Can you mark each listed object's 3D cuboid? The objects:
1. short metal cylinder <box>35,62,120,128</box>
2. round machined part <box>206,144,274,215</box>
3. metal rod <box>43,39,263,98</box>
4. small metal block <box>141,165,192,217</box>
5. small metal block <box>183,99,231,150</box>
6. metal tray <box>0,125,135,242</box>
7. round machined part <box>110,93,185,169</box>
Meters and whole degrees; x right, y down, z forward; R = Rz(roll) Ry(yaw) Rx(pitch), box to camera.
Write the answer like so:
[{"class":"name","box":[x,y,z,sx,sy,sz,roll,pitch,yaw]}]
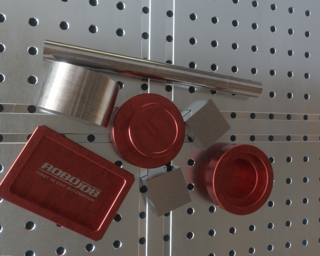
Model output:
[{"class":"short metal cylinder","box":[-0.091,-0.035,0.349,0.081,0.080,0.050,19,84,-19]},{"class":"round machined part","box":[0.109,0.071,0.444,0.099,0.042,0.097,0,90,-20]},{"class":"metal rod","box":[0.005,-0.075,0.414,0.302,0.025,0.025,7,88,-20]},{"class":"small metal block","box":[0.008,0.083,0.416,0.050,0.025,0.050,-20,97,-19]},{"class":"small metal block","box":[0.063,-0.005,0.436,0.050,0.025,0.050,-40,103,-16]},{"class":"metal tray","box":[-0.108,0.066,0.370,0.130,0.030,0.090,32,80,-17]},{"class":"round machined part","box":[-0.012,0.004,0.398,0.099,0.042,0.097,1,87,-20]}]
